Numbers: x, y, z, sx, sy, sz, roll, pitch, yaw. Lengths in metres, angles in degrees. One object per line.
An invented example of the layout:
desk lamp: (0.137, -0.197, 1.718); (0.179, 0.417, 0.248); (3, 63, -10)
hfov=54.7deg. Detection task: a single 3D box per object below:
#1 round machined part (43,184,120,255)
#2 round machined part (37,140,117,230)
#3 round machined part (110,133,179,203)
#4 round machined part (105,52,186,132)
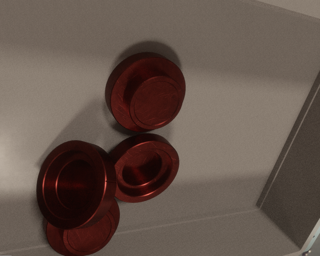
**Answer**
round machined part: (-0.098, 0.126, 0.407); (0.099, 0.042, 0.097); (-8, 107, -29)
round machined part: (-0.091, 0.066, 0.359); (0.098, 0.098, 0.042); (-50, 152, 7)
round machined part: (-0.027, 0.049, 0.414); (0.099, 0.042, 0.097); (-14, 125, -21)
round machined part: (-0.012, -0.037, 0.370); (0.099, 0.042, 0.097); (-14, 125, -21)
